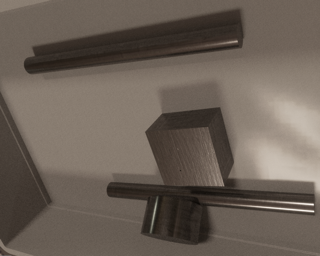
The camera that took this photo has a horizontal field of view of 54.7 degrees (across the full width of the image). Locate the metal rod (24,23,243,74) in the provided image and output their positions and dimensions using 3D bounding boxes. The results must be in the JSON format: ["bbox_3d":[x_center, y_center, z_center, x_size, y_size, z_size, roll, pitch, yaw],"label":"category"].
[{"bbox_3d":[-0.053,-0.091,0.378,0.300,0.025,0.025,0,118,28],"label":"metal rod"}]

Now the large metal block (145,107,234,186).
[{"bbox_3d":[0.039,0.025,0.386,0.080,0.050,0.080,-5,116,30],"label":"large metal block"}]

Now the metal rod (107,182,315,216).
[{"bbox_3d":[0.052,0.096,0.439,0.300,0.025,0.025,-2,117,29],"label":"metal rod"}]

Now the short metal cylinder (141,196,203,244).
[{"bbox_3d":[0.017,0.132,0.440,0.080,0.050,0.080,10,156,5],"label":"short metal cylinder"}]
